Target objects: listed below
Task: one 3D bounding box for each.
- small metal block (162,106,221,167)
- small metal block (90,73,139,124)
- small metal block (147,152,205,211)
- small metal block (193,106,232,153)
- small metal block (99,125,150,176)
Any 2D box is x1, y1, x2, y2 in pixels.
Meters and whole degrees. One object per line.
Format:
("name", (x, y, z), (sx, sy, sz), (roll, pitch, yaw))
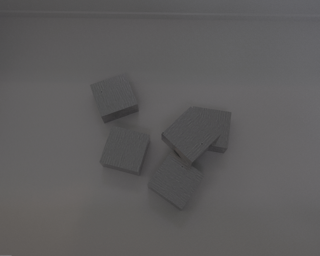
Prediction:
("small metal block", (0.037, 0.011, 0.379), (0.050, 0.025, 0.050), (-43, 75, -14))
("small metal block", (-0.062, -0.041, 0.424), (0.050, 0.025, 0.050), (-20, 71, -7))
("small metal block", (0.020, 0.066, 0.385), (0.050, 0.025, 0.050), (34, 73, 11))
("small metal block", (0.064, 0.003, 0.409), (0.050, 0.025, 0.050), (9, 70, 3))
("small metal block", (-0.044, 0.029, 0.398), (0.050, 0.025, 0.050), (14, 71, 5))
